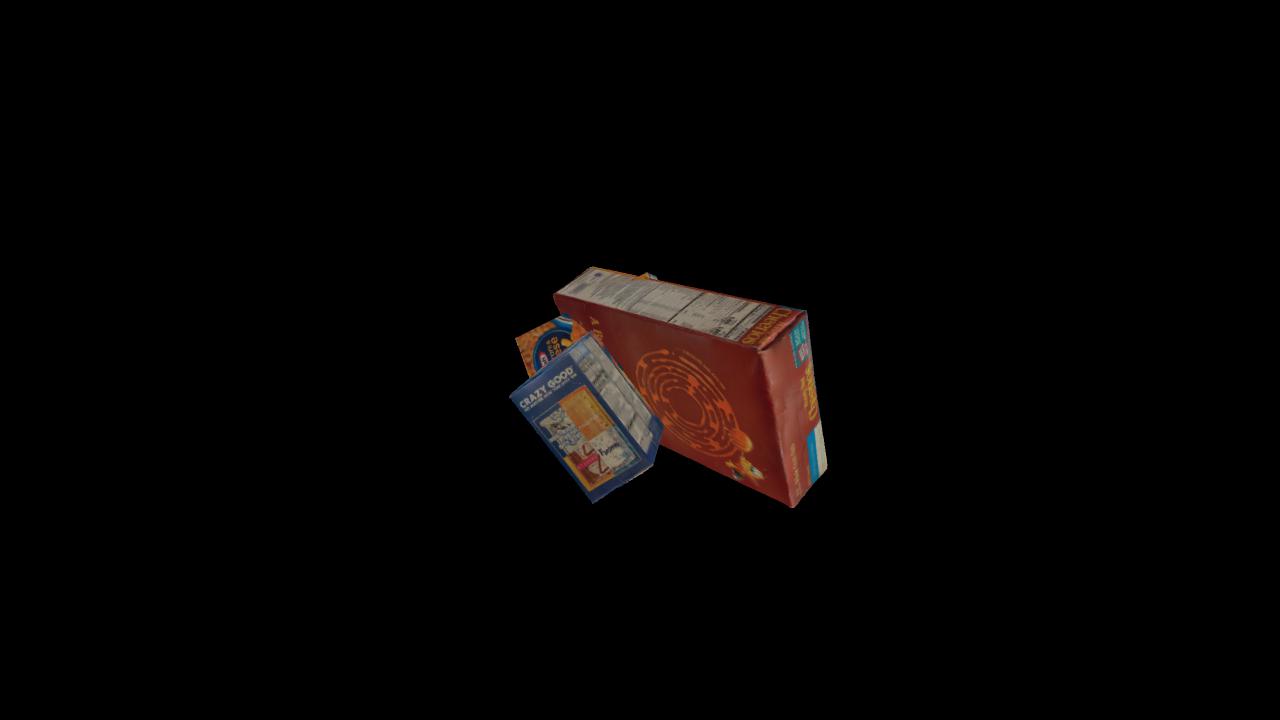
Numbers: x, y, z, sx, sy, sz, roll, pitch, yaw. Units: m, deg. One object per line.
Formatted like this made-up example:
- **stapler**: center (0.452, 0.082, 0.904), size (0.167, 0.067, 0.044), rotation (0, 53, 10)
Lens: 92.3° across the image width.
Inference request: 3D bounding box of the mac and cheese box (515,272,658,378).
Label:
- **mac and cheese box**: center (-0.049, -0.021, 0.715), size (0.184, 0.093, 0.041), rotation (-25, -8, 17)

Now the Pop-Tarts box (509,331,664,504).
- **Pop-Tarts box**: center (-0.047, 0.050, 0.679), size (0.083, 0.141, 0.167), rotation (-35, 7, 14)

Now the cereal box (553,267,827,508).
- **cereal box**: center (0.050, 0.018, 0.683), size (0.306, 0.203, 0.081), rotation (18, 48, 43)

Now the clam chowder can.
- **clam chowder can**: center (0.035, -0.011, 0.722), size (0.068, 0.068, 0.102), rotation (0, 19, 4)
